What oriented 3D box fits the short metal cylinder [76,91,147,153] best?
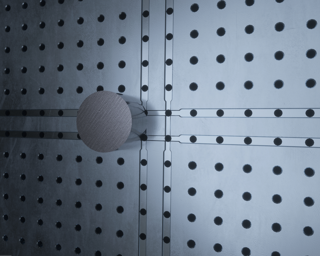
[{"bbox_3d":[-0.064,-0.008,0.421,0.080,0.050,0.079,0,90,19],"label":"short metal cylinder"}]
